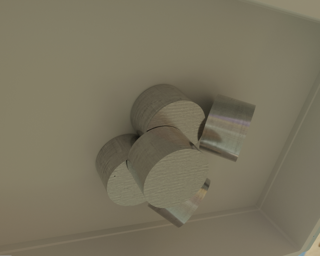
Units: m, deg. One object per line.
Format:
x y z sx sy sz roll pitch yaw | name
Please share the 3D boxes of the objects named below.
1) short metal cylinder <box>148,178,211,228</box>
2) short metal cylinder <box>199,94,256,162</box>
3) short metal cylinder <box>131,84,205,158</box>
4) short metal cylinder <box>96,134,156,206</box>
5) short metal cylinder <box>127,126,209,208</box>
0.027 0.091 0.435 0.050 0.080 0.080 35 101 2 | short metal cylinder
0.090 0.000 0.415 0.080 0.050 0.080 18 91 -77 | short metal cylinder
0.010 -0.009 0.391 0.081 0.050 0.079 -14 125 -21 | short metal cylinder
-0.038 0.055 0.406 0.081 0.050 0.079 -14 125 -21 | short metal cylinder
0.009 0.045 0.358 0.081 0.050 0.079 -14 125 -21 | short metal cylinder
